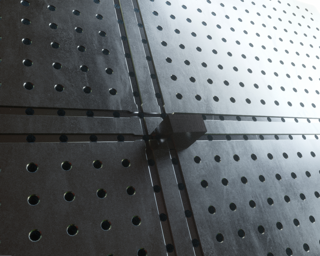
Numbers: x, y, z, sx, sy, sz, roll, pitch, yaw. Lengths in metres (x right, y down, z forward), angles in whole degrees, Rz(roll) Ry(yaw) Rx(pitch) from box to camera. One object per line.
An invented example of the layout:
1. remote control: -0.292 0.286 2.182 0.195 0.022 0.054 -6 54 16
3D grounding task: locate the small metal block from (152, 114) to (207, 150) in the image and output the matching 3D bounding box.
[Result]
1. small metal block: 0.024 0.005 0.404 0.050 0.050 0.025 -1 63 -29
